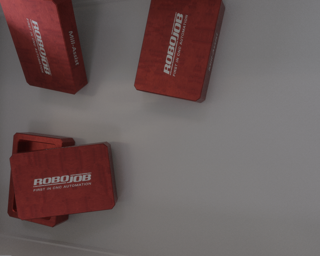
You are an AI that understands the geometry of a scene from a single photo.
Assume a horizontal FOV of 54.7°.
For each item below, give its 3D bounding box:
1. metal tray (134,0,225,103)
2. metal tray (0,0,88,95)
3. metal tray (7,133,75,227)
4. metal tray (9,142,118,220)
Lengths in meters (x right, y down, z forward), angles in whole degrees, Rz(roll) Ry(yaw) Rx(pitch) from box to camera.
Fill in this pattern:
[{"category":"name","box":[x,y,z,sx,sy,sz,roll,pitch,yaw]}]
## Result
[{"category":"metal tray","box":[0.024,-0.104,0.399,0.090,0.030,0.129,13,94,19]},{"category":"metal tray","box":[-0.156,-0.115,0.426,0.090,0.030,0.129,13,129,19]},{"category":"metal tray","box":[-0.181,0.075,0.471,0.090,0.030,0.129,6,92,19]},{"category":"metal tray","box":[-0.130,0.071,0.427,0.131,0.030,0.089,-7,92,-1]}]
